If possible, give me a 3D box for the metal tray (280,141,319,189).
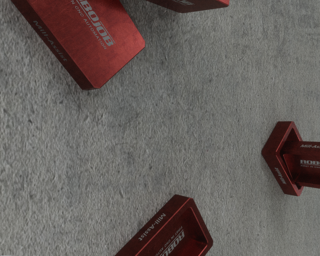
[{"bbox_3d":[0.293,0.069,0.565,0.030,0.130,0.090,-43,116,-32],"label":"metal tray"}]

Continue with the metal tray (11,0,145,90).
[{"bbox_3d":[-0.083,-0.117,0.331,0.090,0.030,0.130,-50,120,-28],"label":"metal tray"}]

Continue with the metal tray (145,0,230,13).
[{"bbox_3d":[0.011,-0.173,0.367,0.131,0.090,0.030,2,99,-40],"label":"metal tray"}]

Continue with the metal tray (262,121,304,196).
[{"bbox_3d":[0.256,0.061,0.615,0.090,0.030,0.130,-52,120,-27],"label":"metal tray"}]

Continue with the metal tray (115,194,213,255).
[{"bbox_3d":[0.009,0.163,0.408,0.131,0.030,0.090,-39,114,-33],"label":"metal tray"}]
